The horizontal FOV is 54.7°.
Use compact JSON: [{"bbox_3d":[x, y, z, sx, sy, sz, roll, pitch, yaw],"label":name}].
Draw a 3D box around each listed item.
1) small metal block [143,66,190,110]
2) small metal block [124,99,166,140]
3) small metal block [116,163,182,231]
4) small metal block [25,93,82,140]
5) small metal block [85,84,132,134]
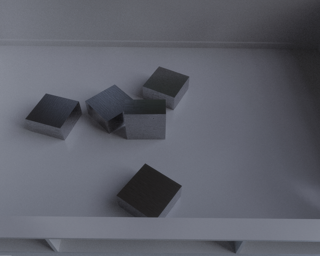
[{"bbox_3d":[0.009,-0.059,0.455,0.050,0.025,0.050,22,53,17],"label":"small metal block"},{"bbox_3d":[-0.018,-0.010,0.397,0.050,0.050,0.025,0,50,-1],"label":"small metal block"},{"bbox_3d":[-0.011,0.075,0.342,0.050,0.025,0.050,29,56,22],"label":"small metal block"},{"bbox_3d":[-0.141,-0.016,0.416,0.050,0.025,0.050,14,51,11],"label":"small metal block"},{"bbox_3d":[-0.066,-0.027,0.427,0.050,0.025,0.050,-35,59,-26],"label":"small metal block"}]
